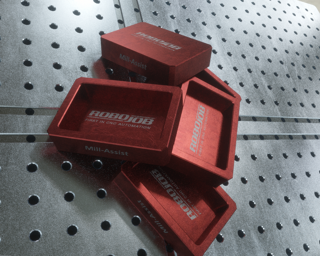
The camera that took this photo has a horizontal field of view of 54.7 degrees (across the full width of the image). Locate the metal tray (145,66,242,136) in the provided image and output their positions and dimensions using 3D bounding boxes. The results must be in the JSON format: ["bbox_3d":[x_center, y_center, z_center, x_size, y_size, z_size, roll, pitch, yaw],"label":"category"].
[{"bbox_3d":[0.052,-0.055,0.468,0.130,0.030,0.090,40,51,-2],"label":"metal tray"}]

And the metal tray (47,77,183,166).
[{"bbox_3d":[-0.046,-0.011,0.349,0.131,0.030,0.090,7,53,11],"label":"metal tray"}]

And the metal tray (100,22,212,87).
[{"bbox_3d":[-0.006,-0.106,0.429,0.130,0.030,0.091,29,44,29],"label":"metal tray"}]

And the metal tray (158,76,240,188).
[{"bbox_3d":[0.052,0.000,0.396,0.090,0.030,0.130,26,52,-13],"label":"metal tray"}]

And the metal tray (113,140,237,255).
[{"bbox_3d":[0.020,0.077,0.370,0.130,0.030,0.091,48,51,5],"label":"metal tray"}]
